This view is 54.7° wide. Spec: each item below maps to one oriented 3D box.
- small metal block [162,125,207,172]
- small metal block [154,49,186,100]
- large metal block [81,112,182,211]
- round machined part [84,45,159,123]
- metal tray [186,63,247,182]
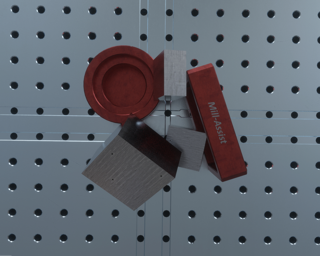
[{"bbox_3d":[0.033,0.026,0.409,0.050,0.025,0.050,12,94,10],"label":"small metal block"},{"bbox_3d":[0.010,-0.059,0.360,0.025,0.050,0.050,0,89,-14],"label":"small metal block"},{"bbox_3d":[-0.033,0.042,0.378,0.080,0.050,0.080,39,122,-11],"label":"large metal block"},{"bbox_3d":[-0.046,-0.054,0.404,0.099,0.042,0.097,0,90,-1],"label":"round machined part"},{"bbox_3d":[0.063,-0.006,0.382,0.030,0.090,0.129,-18,90,0],"label":"metal tray"}]
